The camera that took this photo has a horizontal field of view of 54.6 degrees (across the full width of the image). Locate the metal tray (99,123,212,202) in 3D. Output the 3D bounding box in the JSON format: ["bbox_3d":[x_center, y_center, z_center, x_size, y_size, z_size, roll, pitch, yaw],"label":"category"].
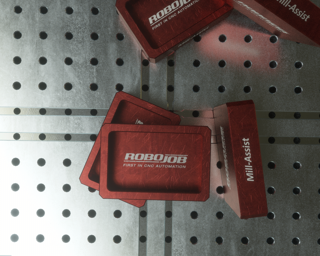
[{"bbox_3d":[-0.006,0.040,0.380,0.131,0.030,0.090,2,90,0],"label":"metal tray"}]

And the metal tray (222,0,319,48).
[{"bbox_3d":[0.126,-0.142,0.358,0.131,0.090,0.030,23,106,-22],"label":"metal tray"}]

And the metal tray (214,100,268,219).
[{"bbox_3d":[0.096,0.034,0.381,0.030,0.090,0.129,-7,90,0],"label":"metal tray"}]

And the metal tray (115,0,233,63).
[{"bbox_3d":[0.020,-0.158,0.410,0.130,0.030,0.090,-33,90,0],"label":"metal tray"}]

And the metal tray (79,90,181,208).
[{"bbox_3d":[-0.038,0.027,0.410,0.090,0.030,0.130,23,90,0],"label":"metal tray"}]
